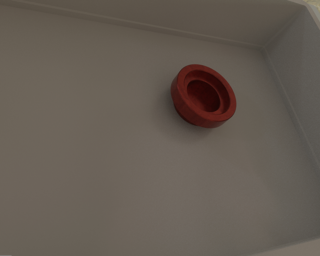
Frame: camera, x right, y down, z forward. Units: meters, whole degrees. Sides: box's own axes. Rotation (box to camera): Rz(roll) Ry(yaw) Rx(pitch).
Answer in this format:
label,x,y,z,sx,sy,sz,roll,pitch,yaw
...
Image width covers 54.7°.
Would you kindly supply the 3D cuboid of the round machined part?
label,x,y,z,sx,sy,sz,roll,pitch,yaw
round machined part,0.059,-0.042,0.454,0.099,0.042,0.098,14,56,-21
